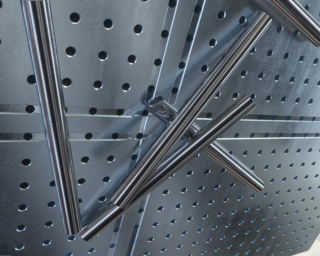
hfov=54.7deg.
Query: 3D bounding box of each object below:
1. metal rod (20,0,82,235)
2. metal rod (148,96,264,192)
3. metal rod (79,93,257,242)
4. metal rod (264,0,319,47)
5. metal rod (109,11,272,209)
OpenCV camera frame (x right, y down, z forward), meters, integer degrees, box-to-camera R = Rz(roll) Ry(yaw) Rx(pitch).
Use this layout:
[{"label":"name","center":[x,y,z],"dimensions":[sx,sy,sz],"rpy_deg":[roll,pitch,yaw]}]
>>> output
[{"label":"metal rod","center":[-0.117,0.011,0.355],"dimensions":[0.025,0.025,0.298],"rpy_deg":[-12,124,-22]},{"label":"metal rod","center":[0.089,0.039,0.486],"dimensions":[0.025,0.025,0.301],"rpy_deg":[-49,129,6]},{"label":"metal rod","center":[0.005,0.058,0.428],"dimensions":[0.300,0.025,0.025],"rpy_deg":[-40,130,8]},{"label":"metal rod","center":[0.127,-0.173,0.375],"dimensions":[0.302,0.025,0.025],"rpy_deg":[19,108,-36]},{"label":"metal rod","center":[0.040,-0.025,0.390],"dimensions":[0.300,0.025,0.025],"rpy_deg":[-52,130,-3]}]
